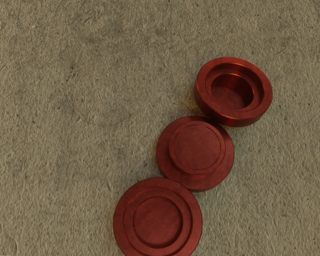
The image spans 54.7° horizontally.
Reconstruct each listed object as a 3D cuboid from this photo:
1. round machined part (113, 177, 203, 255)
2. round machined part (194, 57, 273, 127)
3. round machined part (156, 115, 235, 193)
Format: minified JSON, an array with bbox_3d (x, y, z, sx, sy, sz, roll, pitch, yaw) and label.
[{"bbox_3d":[-0.002,0.109,0.359,0.099,0.042,0.098,0,70,0],"label":"round machined part"},{"bbox_3d":[0.093,-0.043,0.409,0.099,0.042,0.098,3,61,-6],"label":"round machined part"},{"bbox_3d":[0.045,0.029,0.389,0.099,0.042,0.098,0,70,0],"label":"round machined part"}]
